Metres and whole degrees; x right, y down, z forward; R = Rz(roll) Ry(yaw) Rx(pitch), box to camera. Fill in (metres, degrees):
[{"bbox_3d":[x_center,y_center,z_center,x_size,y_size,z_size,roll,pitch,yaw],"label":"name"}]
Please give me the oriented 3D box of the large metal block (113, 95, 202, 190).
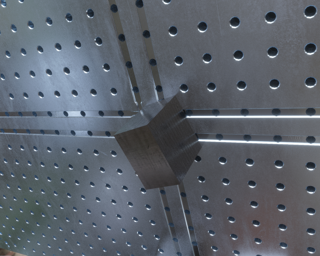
[{"bbox_3d":[0.001,0.017,0.384,0.050,0.080,0.080,-17,110,34],"label":"large metal block"}]
